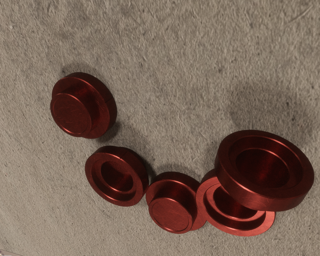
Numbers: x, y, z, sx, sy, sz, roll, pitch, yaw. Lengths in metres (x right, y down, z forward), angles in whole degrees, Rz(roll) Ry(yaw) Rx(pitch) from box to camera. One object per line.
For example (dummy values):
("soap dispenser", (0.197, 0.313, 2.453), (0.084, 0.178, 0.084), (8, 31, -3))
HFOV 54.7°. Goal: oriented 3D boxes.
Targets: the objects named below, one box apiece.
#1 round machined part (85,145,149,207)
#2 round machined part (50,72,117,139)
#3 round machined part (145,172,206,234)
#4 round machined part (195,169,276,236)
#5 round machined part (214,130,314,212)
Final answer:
("round machined part", (-0.060, 0.067, 0.467), (0.098, 0.042, 0.097), (13, 124, 20))
("round machined part", (-0.114, -0.026, 0.438), (0.098, 0.042, 0.097), (13, 124, 20))
("round machined part", (0.022, 0.116, 0.454), (0.098, 0.042, 0.097), (13, 124, 20))
("round machined part", (0.099, 0.088, 0.397), (0.098, 0.042, 0.097), (13, 124, 20))
("round machined part", (0.107, 0.049, 0.334), (0.098, 0.098, 0.042), (21, 132, 15))
